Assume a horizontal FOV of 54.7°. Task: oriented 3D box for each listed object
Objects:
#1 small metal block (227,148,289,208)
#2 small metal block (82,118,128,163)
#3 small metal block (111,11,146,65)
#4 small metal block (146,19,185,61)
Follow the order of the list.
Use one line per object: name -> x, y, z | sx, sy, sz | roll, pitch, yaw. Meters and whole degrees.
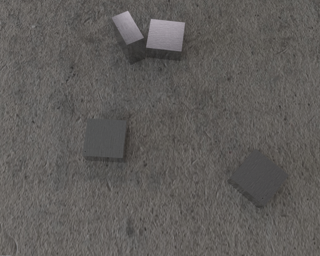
small metal block -> 0.121, 0.063, 0.386 | 0.050, 0.025, 0.050 | 41, 75, 13
small metal block -> -0.069, 0.016, 0.401 | 0.050, 0.025, 0.050 | 3, 70, 1
small metal block -> -0.044, -0.127, 0.441 | 0.025, 0.050, 0.050 | -26, 72, -9
small metal block -> 0.009, -0.129, 0.455 | 0.050, 0.025, 0.050 | 7, 70, 2
